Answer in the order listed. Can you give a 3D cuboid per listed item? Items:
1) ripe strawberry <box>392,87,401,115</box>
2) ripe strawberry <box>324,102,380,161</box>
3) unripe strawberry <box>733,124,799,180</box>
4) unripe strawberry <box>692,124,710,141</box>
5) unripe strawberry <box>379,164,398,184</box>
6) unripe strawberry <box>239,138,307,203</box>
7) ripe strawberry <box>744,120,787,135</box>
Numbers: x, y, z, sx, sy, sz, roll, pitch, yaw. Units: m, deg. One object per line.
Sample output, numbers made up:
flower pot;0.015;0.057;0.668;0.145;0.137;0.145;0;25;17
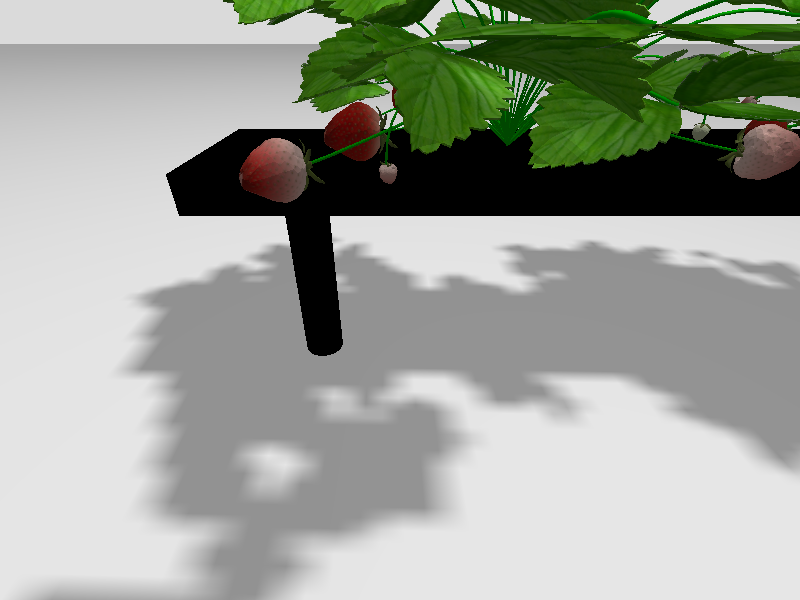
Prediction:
ripe strawberry;0.008;-0.220;0.431;0.037;0.042;0.040;-19;38;-26
ripe strawberry;-0.035;-0.120;0.288;0.041;0.040;0.038;-12;36;-16
unripe strawberry;0.227;-0.090;0.246;0.032;0.033;0.029;22;40;28
unripe strawberry;0.233;-0.130;0.311;0.011;0.011;0.011;5;34;7
unripe strawberry;-0.007;-0.077;0.244;0.013;0.011;0.011;27;43;34
unripe strawberry;-0.069;-0.069;0.217;0.036;0.035;0.033;-25;42;-32
ripe strawberry;0.301;-0.142;0.331;0.027;0.026;0.025;0;34;1
